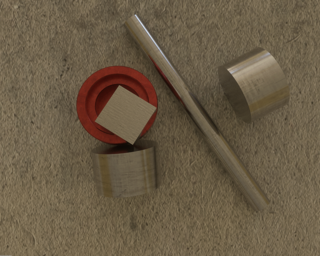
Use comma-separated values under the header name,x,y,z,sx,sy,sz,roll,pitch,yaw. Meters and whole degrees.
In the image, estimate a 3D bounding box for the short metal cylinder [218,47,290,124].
name,x,y,z,sx,sy,sz,roll,pitch,yaw
short metal cylinder,0.114,-0.052,0.383,0.050,0.080,0.080,-27,90,0

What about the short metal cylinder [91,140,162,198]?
name,x,y,z,sx,sy,sz,roll,pitch,yaw
short metal cylinder,-0.040,0.047,0.379,0.080,0.080,0.050,-6,98,0

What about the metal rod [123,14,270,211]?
name,x,y,z,sx,sy,sz,roll,pitch,yaw
metal rod,0.048,-0.020,0.410,0.025,0.025,0.299,-35,90,0

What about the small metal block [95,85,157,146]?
name,x,y,z,sx,sy,sz,roll,pitch,yaw
small metal block,-0.039,-0.013,0.361,0.050,0.025,0.050,32,81,2

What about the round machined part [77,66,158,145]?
name,x,y,z,sx,sy,sz,roll,pitch,yaw
round machined part,-0.052,-0.026,0.396,0.099,0.042,0.097,0,81,-2
